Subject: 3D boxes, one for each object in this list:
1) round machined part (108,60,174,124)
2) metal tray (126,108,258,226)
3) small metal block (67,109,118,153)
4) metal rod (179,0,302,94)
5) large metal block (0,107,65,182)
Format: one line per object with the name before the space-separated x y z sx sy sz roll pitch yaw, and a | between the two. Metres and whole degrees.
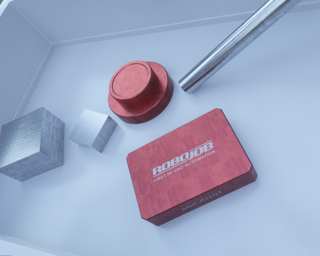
round machined part | -0.034 -0.058 0.446 0.098 0.042 0.098 -13 56 20
metal tray | 0.032 0.044 0.358 0.130 0.030 0.090 -28 52 10
small metal block | -0.098 0.004 0.453 0.050 0.025 0.050 15 69 33
metal rod | 0.132 -0.137 0.344 0.299 0.025 0.025 -39 47 32
large metal block | -0.196 0.026 0.474 0.080 0.050 0.080 -22 54 14
